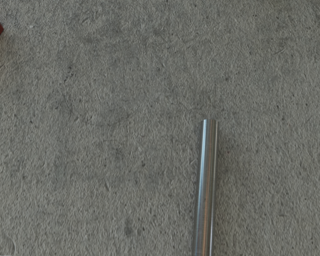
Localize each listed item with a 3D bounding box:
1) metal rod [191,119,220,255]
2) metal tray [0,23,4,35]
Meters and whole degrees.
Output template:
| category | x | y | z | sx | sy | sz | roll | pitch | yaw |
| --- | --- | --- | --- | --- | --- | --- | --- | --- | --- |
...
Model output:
| category | x | y | z | sx | sy | sz | roll | pitch | yaw |
| --- | --- | --- | --- | --- | --- | --- | --- | --- | --- |
| metal rod | 0.050 | 0.133 | 0.360 | 0.025 | 0.025 | 0.299 | 6 | 70 | 2 |
| metal tray | -0.313 | -0.141 | 0.452 | 0.131 | 0.030 | 0.090 | 19 | 71 | 6 |
